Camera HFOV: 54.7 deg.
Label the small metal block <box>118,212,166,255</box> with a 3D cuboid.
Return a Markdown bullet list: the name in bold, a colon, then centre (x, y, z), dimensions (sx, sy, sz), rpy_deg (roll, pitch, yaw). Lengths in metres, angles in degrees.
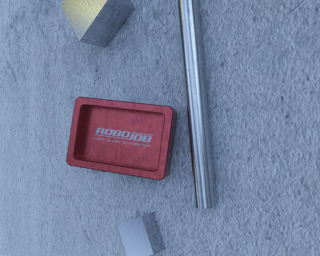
- **small metal block**: centre (-0.026, 0.149, 0.424), dimensions (0.050, 0.025, 0.050), rpy_deg (-31, 71, 35)

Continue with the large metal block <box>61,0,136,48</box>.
- **large metal block**: centre (-0.094, -0.182, 0.464), dimensions (0.080, 0.050, 0.080), rpy_deg (-43, 64, 31)

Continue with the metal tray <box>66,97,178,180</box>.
- **metal tray**: centre (-0.049, 0.012, 0.397), dimensions (0.131, 0.030, 0.089), rpy_deg (7, 87, 13)

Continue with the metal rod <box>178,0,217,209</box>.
- **metal rod**: centre (0.042, -0.058, 0.369), dimensions (0.025, 0.025, 0.298), rpy_deg (-8, 85, 39)

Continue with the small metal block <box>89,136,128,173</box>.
- **small metal block**: centre (-0.072, 0.037, 0.445), dimensions (0.025, 0.050, 0.050), rpy_deg (-13, 82, 41)
